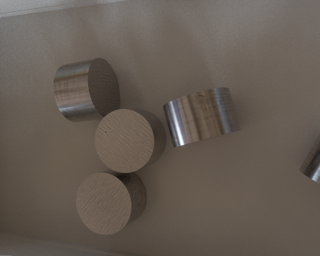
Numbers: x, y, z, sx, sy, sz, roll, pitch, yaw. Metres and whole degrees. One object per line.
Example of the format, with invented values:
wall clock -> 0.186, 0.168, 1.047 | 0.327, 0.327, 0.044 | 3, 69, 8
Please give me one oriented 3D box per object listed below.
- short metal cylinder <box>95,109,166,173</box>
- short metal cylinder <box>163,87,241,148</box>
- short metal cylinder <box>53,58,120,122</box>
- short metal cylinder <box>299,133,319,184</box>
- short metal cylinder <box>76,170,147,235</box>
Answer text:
short metal cylinder -> -0.038, 0.016, 0.409 | 0.080, 0.050, 0.079 | 0, 91, 17
short metal cylinder -> 0.049, -0.011, 0.364 | 0.080, 0.080, 0.050 | -16, 85, 19
short metal cylinder -> -0.095, -0.050, 0.415 | 0.050, 0.080, 0.080 | -6, 88, 20
short metal cylinder -> 0.192, 0.041, 0.313 | 0.080, 0.080, 0.050 | 29, 100, 17
short metal cylinder -> -0.065, 0.097, 0.420 | 0.080, 0.050, 0.080 | 0, 90, 20
